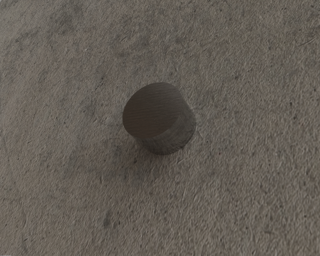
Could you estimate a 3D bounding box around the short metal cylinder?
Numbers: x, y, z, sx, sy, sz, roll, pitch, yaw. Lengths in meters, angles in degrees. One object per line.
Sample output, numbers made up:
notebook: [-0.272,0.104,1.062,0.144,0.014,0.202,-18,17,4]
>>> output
short metal cylinder: [0.000,-0.011,0.395,0.080,0.050,0.080,-13,56,20]
